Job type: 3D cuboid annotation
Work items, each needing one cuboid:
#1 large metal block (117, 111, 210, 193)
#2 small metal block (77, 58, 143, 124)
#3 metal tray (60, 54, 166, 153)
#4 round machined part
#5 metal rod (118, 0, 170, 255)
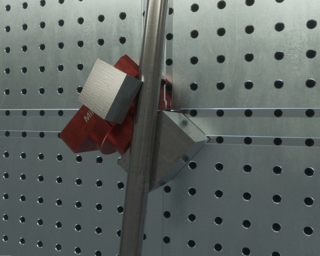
[{"bbox_3d":[0.007,0.027,0.377,0.050,0.080,0.080,45,104,14],"label":"large metal block"},{"bbox_3d":[-0.053,-0.039,0.326,0.050,0.025,0.050,33,99,36],"label":"small metal block"},{"bbox_3d":[-0.057,-0.027,0.397,0.030,0.090,0.130,45,104,14],"label":"metal tray"},{"bbox_3d":[-0.035,-0.001,0.389,0.042,0.098,0.098,44,103,14],"label":"round machined part"},{"bbox_3d":[-0.018,0.011,0.333,0.025,0.025,0.298,7,92,19],"label":"metal rod"}]
